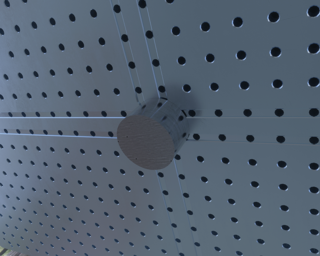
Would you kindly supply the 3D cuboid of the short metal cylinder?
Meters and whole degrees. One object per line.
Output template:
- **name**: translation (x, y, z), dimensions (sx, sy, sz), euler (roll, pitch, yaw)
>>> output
- **short metal cylinder**: translation (-0.008, 0.008, 0.405), dimensions (0.080, 0.050, 0.080), euler (13, 124, 21)
